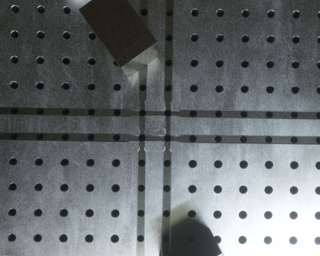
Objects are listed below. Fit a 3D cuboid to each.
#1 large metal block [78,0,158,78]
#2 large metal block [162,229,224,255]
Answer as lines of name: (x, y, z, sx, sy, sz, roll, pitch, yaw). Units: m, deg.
large metal block: (-0.047, -0.115, 0.385, 0.050, 0.080, 0.080, -36, 90, 0)
large metal block: (0.046, 0.181, 0.387, 0.080, 0.080, 0.050, -28, 90, 0)
